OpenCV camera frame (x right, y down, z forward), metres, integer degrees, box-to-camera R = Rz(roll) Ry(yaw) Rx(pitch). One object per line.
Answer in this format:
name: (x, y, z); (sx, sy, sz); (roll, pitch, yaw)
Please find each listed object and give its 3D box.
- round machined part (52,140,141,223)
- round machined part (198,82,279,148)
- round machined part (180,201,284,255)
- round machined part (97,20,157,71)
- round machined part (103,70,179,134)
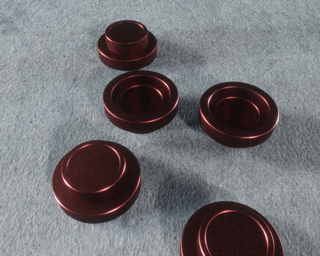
round machined part: (-0.071, 0.052, 0.347); (0.099, 0.042, 0.098); (0, 50, 0)
round machined part: (0.099, -0.013, 0.404); (0.099, 0.042, 0.098); (0, 50, 0)
round machined part: (0.070, 0.114, 0.297); (0.099, 0.042, 0.098); (0, 50, 0)
round machined part: (-0.054, -0.142, 0.510); (0.099, 0.042, 0.098); (0, 50, 0)
round machined part: (-0.025, -0.031, 0.418); (0.099, 0.042, 0.098); (0, 50, 0)
